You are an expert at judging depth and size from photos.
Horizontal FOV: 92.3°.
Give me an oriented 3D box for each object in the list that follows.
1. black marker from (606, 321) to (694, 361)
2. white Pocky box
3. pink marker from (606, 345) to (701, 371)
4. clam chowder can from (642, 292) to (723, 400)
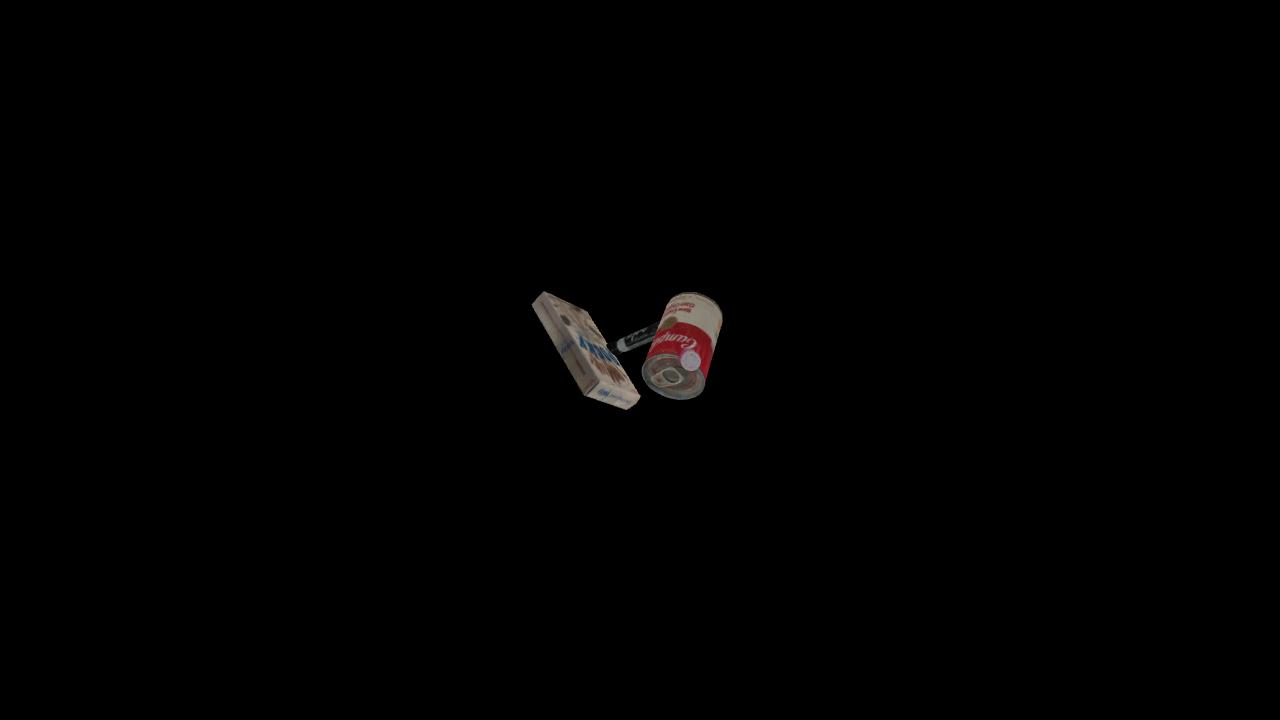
[{"bbox_3d":[0.001,-0.026,0.723,0.121,0.020,0.020,-22,-13,36],"label":"black marker"},{"bbox_3d":[-0.064,-0.012,0.723,0.028,0.154,0.084,-44,-34,16],"label":"white Pocky box"},{"bbox_3d":[0.048,-0.005,0.639,0.020,0.020,0.121,0,6,0],"label":"pink marker"},{"bbox_3d":[0.048,-0.017,0.664,0.068,0.102,0.068,12,-42,11],"label":"clam chowder can"}]
